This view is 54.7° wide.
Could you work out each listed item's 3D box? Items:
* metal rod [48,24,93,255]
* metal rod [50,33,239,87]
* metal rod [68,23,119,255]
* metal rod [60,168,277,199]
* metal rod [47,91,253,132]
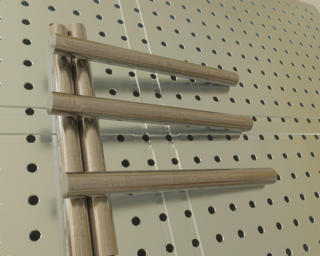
[{"bbox_3d":[-0.105,0.001,0.351,0.025,0.025,0.299,1,61,-28],"label":"metal rod"},{"bbox_3d":[0.000,-0.091,0.447,0.302,0.025,0.025,4,60,-33],"label":"metal rod"},{"bbox_3d":[-0.084,-0.005,0.366,0.025,0.025,0.299,1,61,-28],"label":"metal rod"},{"bbox_3d":[0.036,0.062,0.373,0.302,0.025,0.025,4,60,-34],"label":"metal rod"},{"bbox_3d":[0.011,-0.016,0.406,0.302,0.025,0.025,5,60,-33],"label":"metal rod"}]
